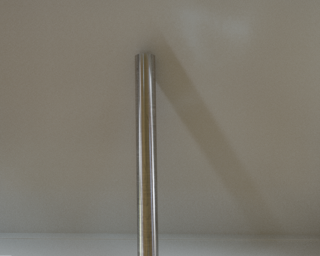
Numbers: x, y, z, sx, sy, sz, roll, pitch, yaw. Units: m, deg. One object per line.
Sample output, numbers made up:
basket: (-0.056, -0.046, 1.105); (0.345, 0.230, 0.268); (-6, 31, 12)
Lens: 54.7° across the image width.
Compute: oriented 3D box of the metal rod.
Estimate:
metal rod: (-0.016, 0.061, 0.372); (0.025, 0.025, 0.298); (-1, 87, 0)
